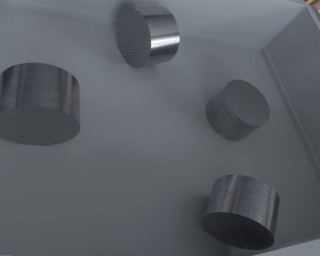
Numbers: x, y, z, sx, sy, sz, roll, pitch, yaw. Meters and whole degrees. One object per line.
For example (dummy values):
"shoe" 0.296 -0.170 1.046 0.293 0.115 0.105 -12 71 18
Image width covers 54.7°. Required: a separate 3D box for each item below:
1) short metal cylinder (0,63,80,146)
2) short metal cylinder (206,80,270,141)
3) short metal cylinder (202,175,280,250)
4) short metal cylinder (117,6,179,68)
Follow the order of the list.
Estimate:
"short metal cylinder" -0.124 -0.022 0.318 0.081 0.080 0.050 6 59 -26
"short metal cylinder" 0.118 -0.027 0.472 0.081 0.050 0.080 14 56 -21
"short metal cylinder" 0.095 0.099 0.363 0.080 0.080 0.050 33 51 -7
"short metal cylinder" -0.018 -0.130 0.441 0.050 0.080 0.080 -21 73 -36
